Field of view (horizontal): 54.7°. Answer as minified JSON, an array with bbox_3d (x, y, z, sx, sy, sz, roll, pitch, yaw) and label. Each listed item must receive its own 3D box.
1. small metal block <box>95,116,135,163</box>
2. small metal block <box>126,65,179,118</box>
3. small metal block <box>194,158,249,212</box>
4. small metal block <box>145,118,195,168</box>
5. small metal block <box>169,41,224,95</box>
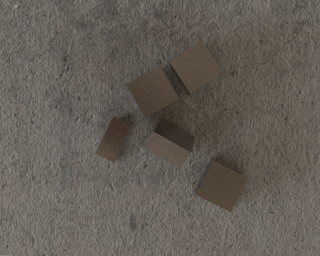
[{"bbox_3d":[-0.056,0.014,0.397,0.025,0.050,0.050,26,90,0],"label":"small metal block"},{"bbox_3d":[-0.009,-0.047,0.410,0.050,0.025,0.050,-30,90,0],"label":"small metal block"},{"bbox_3d":[0.080,0.075,0.411,0.050,0.025,0.050,27,90,0],"label":"small metal block"},{"bbox_3d":[0.014,0.018,0.395,0.050,0.050,0.025,30,114,0],"label":"small metal block"},{"bbox_3d":[0.047,-0.078,0.410,0.050,0.025,0.050,-33,90,0],"label":"small metal block"}]
